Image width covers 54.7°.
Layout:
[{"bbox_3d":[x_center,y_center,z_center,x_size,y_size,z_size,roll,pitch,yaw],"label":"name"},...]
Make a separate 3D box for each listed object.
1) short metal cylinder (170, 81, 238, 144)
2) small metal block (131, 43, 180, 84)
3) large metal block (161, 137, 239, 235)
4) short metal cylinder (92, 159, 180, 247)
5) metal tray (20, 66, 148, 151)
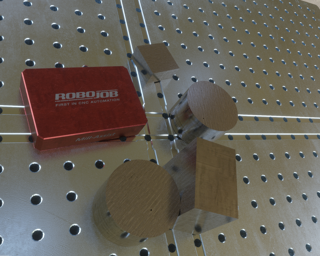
[{"bbox_3d":[0.061,-0.019,0.437,0.081,0.050,0.080,14,56,-21],"label":"short metal cylinder"},{"bbox_3d":[-0.007,-0.098,0.464,0.050,0.025,0.050,-18,72,-35],"label":"small metal block"},{"bbox_3d":[0.043,0.069,0.354,0.050,0.080,0.080,19,55,-18],"label":"large metal block"},{"bbox_3d":[-0.026,0.080,0.329,0.081,0.050,0.080,14,56,-21],"label":"short metal cylinder"},{"bbox_3d":[-0.090,-0.029,0.374,0.131,0.030,0.090,-9,66,-32],"label":"metal tray"}]
